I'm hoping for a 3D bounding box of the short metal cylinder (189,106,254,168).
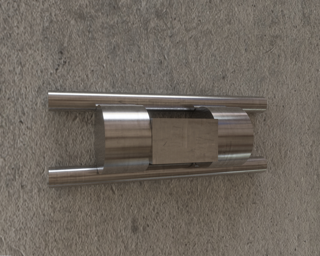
[{"bbox_3d":[0.078,0.012,0.409,0.050,0.080,0.079,-1,91,-20],"label":"short metal cylinder"}]

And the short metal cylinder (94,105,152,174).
[{"bbox_3d":[-0.046,0.013,0.363,0.050,0.080,0.079,-1,91,-20],"label":"short metal cylinder"}]

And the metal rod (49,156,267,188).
[{"bbox_3d":[0.012,0.056,0.415,0.303,0.025,0.025,-1,91,-20],"label":"metal rod"}]

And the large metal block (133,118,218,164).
[{"bbox_3d":[0.016,0.014,0.384,0.081,0.080,0.050,0,90,-20],"label":"large metal block"}]

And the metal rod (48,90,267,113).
[{"bbox_3d":[0.011,-0.033,0.414,0.303,0.025,0.025,-1,91,-20],"label":"metal rod"}]
